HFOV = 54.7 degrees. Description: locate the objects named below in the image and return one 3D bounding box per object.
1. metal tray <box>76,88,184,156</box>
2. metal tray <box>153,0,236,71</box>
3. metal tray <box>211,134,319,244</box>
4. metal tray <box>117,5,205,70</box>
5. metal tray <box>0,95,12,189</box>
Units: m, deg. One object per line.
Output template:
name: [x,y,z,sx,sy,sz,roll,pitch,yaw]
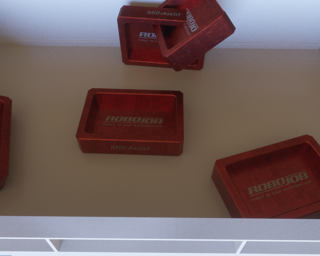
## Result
metal tray: [-0.035,-0.010,0.409,0.131,0.030,0.090,2,50,1]
metal tray: [0.038,-0.145,0.421,0.090,0.030,0.130,-33,42,19]
metal tray: [0.136,0.064,0.349,0.131,0.030,0.090,-14,52,-12]
metal tray: [0.005,-0.136,0.476,0.131,0.090,0.030,5,54,4]
metal tray: [-0.228,0.009,0.363,0.091,0.030,0.130,11,42,-33]
